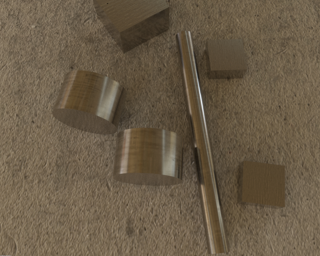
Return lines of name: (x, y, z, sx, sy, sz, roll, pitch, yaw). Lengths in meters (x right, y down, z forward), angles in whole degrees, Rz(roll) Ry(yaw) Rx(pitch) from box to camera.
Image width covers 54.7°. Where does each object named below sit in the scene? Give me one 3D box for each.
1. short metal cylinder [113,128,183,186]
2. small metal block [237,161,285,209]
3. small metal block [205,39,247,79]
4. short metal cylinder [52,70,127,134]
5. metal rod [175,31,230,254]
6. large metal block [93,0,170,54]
short metal cylinder: (-0.013, 0.037, 0.366, 0.080, 0.080, 0.050, 3, 70, 1)
small metal block: (0.125, 0.071, 0.383, 0.050, 0.025, 0.050, 7, 70, 2)
small metal block: (0.094, -0.099, 0.445, 0.050, 0.025, 0.050, -2, 70, -1)
short metal cylinder: (-0.087, -0.030, 0.389, 0.080, 0.080, 0.050, 11, 71, 4)
metal rod: (0.052, 0.004, 0.407, 0.025, 0.025, 0.299, -6, 70, -2)
large metal block: (-0.042, -0.171, 0.457, 0.080, 0.050, 0.080, -32, 73, -11)
